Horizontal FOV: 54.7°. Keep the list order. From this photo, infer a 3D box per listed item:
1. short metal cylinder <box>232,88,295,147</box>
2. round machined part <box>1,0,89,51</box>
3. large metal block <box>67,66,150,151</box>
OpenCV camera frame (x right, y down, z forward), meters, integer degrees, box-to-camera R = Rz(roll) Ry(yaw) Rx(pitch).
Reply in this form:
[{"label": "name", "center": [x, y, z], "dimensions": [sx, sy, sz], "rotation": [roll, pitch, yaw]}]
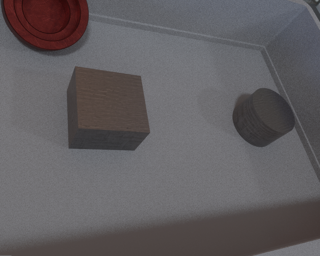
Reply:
[{"label": "short metal cylinder", "center": [0.163, -0.016, 0.490], "dimensions": [0.081, 0.050, 0.080], "rotation": [14, 56, -21]}, {"label": "round machined part", "center": [-0.144, -0.146, 0.387], "dimensions": [0.099, 0.042, 0.097], "rotation": [-6, 100, -32]}, {"label": "large metal block", "center": [-0.064, -0.021, 0.369], "dimensions": [0.081, 0.050, 0.080], "rotation": [4, 60, -27]}]
